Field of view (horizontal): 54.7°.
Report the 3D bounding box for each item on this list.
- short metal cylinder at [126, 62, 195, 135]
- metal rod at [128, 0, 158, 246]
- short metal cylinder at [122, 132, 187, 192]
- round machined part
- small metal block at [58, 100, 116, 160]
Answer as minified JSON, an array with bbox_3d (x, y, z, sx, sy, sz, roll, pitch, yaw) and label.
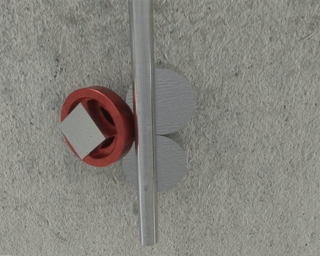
[{"bbox_3d":[0.001,-0.038,0.384,0.081,0.050,0.079,0,110,0],"label":"short metal cylinder"},{"bbox_3d":[-0.017,0.009,0.361,0.025,0.025,0.298,-1,110,0],"label":"metal rod"},{"bbox_3d":[-0.007,0.038,0.411,0.081,0.050,0.079,0,109,0],"label":"short metal cylinder"},{"bbox_3d":[-0.072,-0.004,0.386,0.098,0.042,0.097,9,110,27],"label":"round machined part"},{"bbox_3d":[-0.085,0.001,0.367,0.050,0.025,0.050,-38,85,32],"label":"small metal block"}]
